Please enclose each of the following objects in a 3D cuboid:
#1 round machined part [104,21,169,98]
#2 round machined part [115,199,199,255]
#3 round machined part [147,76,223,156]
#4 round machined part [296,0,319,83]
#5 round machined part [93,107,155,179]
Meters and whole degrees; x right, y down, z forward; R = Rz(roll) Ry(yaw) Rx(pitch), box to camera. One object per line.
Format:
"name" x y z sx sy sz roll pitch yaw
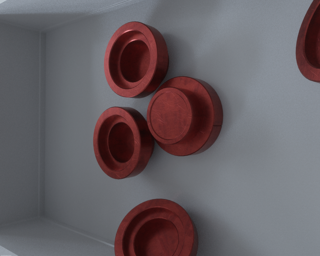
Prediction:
"round machined part" -0.027 -0.088 0.416 0.098 0.042 0.097 0 90 39
"round machined part" -0.001 0.139 0.374 0.098 0.042 0.098 -12 50 15
"round machined part" 0.023 -0.014 0.375 0.098 0.042 0.097 0 90 39
"round machined part" 0.158 -0.078 0.244 0.098 0.042 0.097 -165 89 -78
"round machined part" -0.046 0.020 0.430 0.098 0.042 0.097 1 92 42
